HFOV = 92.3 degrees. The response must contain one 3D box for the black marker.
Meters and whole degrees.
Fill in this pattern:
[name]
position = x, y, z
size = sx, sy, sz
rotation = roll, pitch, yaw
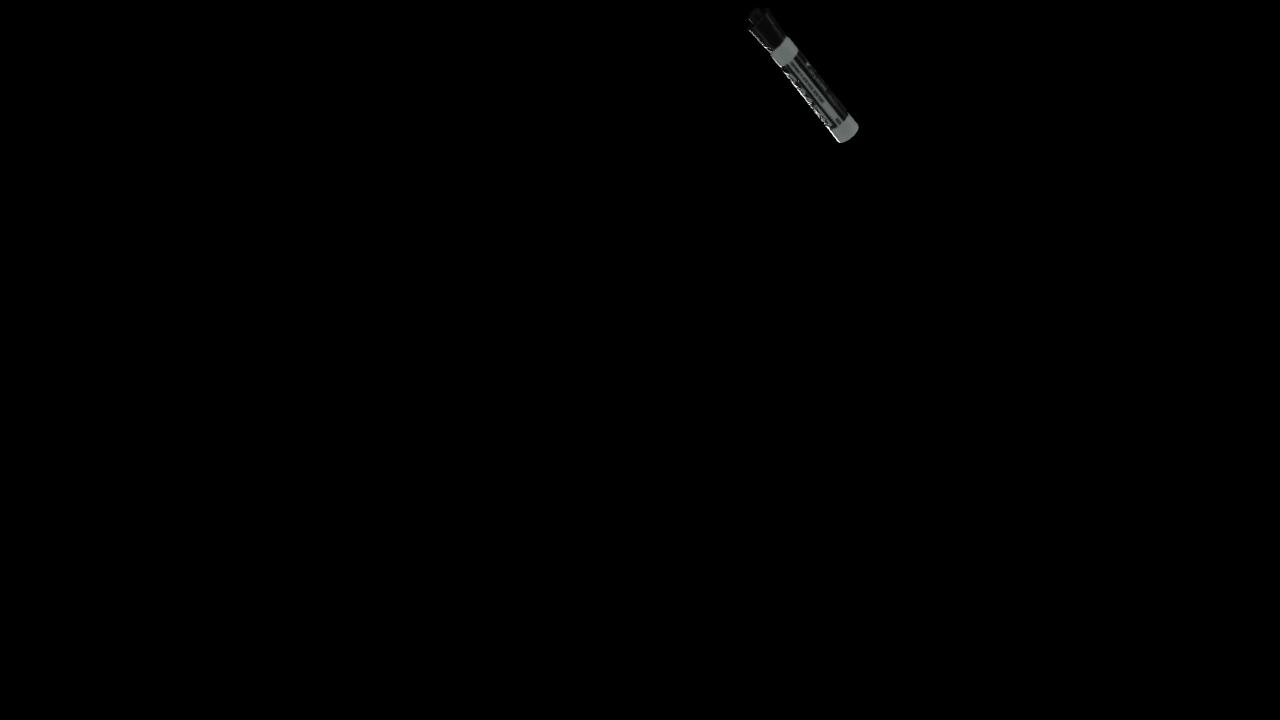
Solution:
[black marker]
position = 0.121, -0.210, 0.456
size = 0.121, 0.020, 0.020
rotation = 37, -19, -27
